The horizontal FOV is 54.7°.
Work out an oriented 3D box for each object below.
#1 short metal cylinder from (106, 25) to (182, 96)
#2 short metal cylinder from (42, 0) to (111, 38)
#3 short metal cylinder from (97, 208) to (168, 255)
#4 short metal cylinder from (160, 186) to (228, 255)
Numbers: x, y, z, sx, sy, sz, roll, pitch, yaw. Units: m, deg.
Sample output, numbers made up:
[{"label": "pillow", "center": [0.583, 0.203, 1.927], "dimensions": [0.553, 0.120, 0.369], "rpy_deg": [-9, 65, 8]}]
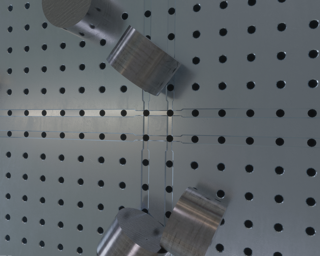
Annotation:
[{"label": "short metal cylinder", "center": [-0.019, -0.084, 0.390], "dimensions": [0.080, 0.080, 0.050], "rpy_deg": [41, 103, 15]}, {"label": "short metal cylinder", "center": [-0.118, -0.175, 0.441], "dimensions": [0.080, 0.050, 0.079], "rpy_deg": [0, 90, 20]}, {"label": "short metal cylinder", "center": [-0.032, 0.148, 0.395], "dimensions": [0.080, 0.080, 0.050], "rpy_deg": [36, 102, 16]}, {"label": "short metal cylinder", "center": [0.042, 0.117, 0.369], "dimensions": [0.050, 0.080, 0.080], "rpy_deg": [24, 98, 18]}]
